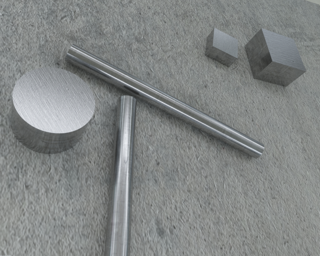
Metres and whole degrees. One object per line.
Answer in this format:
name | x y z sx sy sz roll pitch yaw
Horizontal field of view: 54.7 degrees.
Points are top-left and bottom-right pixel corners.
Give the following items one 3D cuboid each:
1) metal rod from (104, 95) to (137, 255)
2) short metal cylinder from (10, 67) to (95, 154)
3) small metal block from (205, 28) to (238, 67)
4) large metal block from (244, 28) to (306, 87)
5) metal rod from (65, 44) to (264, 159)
metal rod | -0.042 0.093 0.323 0.025 0.025 0.299 13 56 -21
short metal cylinder | -0.117 -0.018 0.336 0.081 0.050 0.080 14 56 -21
small metal block | 0.110 -0.143 0.550 0.050 0.025 0.050 22 54 -15
large metal block | 0.215 -0.131 0.583 0.081 0.050 0.080 9 58 -24
metal rod | 0.015 -0.032 0.430 0.301 0.025 0.025 27 53 -12
